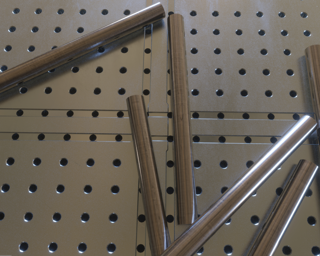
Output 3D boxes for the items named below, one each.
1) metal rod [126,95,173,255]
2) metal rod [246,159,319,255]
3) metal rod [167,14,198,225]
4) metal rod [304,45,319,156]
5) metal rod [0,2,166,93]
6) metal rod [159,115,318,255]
[{"bbox_3d":[-0.007,0.098,0.375,0.025,0.025,0.299,-10,70,-4],"label":"metal rod"},{"bbox_3d":[0.104,0.163,0.352,0.025,0.025,0.300,33,73,11],"label":"metal rod"},{"bbox_3d":[0.028,-0.025,0.421,0.025,0.025,0.299,-2,70,-1],"label":"metal rod"},{"bbox_3d":[0.221,0.025,0.403,0.025,0.025,0.299,2,70,1],"label":"metal rod"},{"bbox_3d":[-0.129,-0.113,0.452,0.301,0.025,0.025,-28,73,-10],"label":"metal rod"},{"bbox_3d":[0.088,0.082,0.366,0.301,0.025,0.025,-39,75,-19],"label":"metal rod"}]
